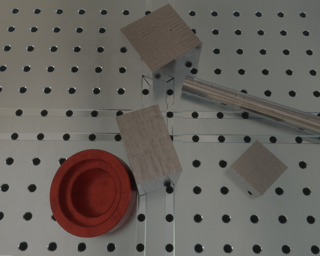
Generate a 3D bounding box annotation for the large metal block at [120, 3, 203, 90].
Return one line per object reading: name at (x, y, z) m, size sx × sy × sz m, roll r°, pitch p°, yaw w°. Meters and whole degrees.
large metal block at (0.001, -0.115, 0.441) m, size 0.080 × 0.050 × 0.080 m, roll -32°, pitch 73°, yaw -11°

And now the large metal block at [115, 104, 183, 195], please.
large metal block at (-0.014, 0.029, 0.371) m, size 0.050 × 0.080 × 0.080 m, roll -17°, pitch 71°, yaw -8°

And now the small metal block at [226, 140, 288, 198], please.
small metal block at (0.122, 0.052, 0.393) m, size 0.050 × 0.025 × 0.050 m, roll -42°, pitch 75°, yaw -14°

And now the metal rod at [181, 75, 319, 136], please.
metal rod at (0.176, -0.015, 0.418) m, size 0.301 × 0.025 × 0.025 m, roll 19°, pitch 71°, yaw 6°

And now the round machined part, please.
round machined part at (-0.075, 0.077, 0.366) m, size 0.098 × 0.042 × 0.098 m, roll -3°, pitch 74°, yaw 12°
